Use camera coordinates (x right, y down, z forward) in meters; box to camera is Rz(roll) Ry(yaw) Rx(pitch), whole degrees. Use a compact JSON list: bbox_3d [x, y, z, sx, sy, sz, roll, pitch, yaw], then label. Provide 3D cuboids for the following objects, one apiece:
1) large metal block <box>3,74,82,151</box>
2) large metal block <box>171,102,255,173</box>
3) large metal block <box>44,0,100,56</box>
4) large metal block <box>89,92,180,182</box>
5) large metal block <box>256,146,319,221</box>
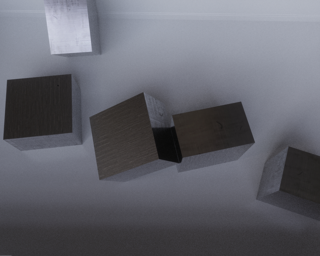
[{"bbox_3d":[-0.148,-0.019,0.402,0.081,0.050,0.080,-6,70,-3],"label":"large metal block"},{"bbox_3d":[0.058,0.014,0.376,0.081,0.080,0.050,-11,71,-5],"label":"large metal block"},{"bbox_3d":[-0.114,-0.139,0.414,0.050,0.080,0.079,-5,101,-2],"label":"large metal block"},{"bbox_3d":[-0.032,0.014,0.373,0.080,0.050,0.080,-22,69,23],"label":"large metal block"},{"bbox_3d":[0.168,0.067,0.358,0.080,0.080,0.050,18,71,6],"label":"large metal block"}]
